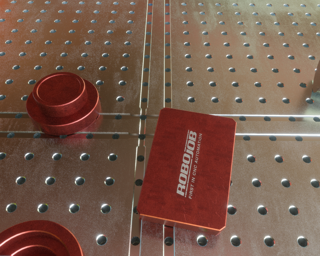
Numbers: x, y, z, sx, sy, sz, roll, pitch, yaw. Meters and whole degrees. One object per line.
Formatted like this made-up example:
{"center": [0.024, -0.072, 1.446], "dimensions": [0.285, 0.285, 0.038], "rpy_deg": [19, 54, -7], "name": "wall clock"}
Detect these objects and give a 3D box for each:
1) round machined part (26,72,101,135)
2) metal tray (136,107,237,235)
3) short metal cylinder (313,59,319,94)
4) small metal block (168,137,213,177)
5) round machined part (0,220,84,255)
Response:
{"center": [-0.135, -0.040, 0.429], "dimensions": [0.099, 0.042, 0.098], "rpy_deg": [0, 50, 0], "name": "round machined part"}
{"center": [0.033, 0.044, 0.349], "dimensions": [0.090, 0.030, 0.130], "rpy_deg": [10, 63, 6], "name": "metal tray"}
{"center": [0.262, -0.084, 0.446], "dimensions": [0.050, 0.080, 0.080], "rpy_deg": [16, 52, 12], "name": "short metal cylinder"}
{"center": [0.040, 0.031, 0.382], "dimensions": [0.050, 0.025, 0.050], "rpy_deg": [-27, 55, -22], "name": "small metal block"}
{"center": [-0.115, 0.138, 0.279], "dimensions": [0.099, 0.042, 0.098], "rpy_deg": [0, 50, 0], "name": "round machined part"}
